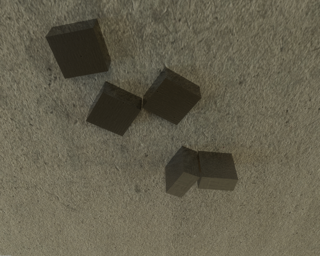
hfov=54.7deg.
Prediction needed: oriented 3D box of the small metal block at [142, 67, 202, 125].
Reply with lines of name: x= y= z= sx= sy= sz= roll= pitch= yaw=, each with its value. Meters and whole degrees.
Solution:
small metal block: x=0.014 y=-0.038 z=0.375 sx=0.050 sy=0.025 sz=0.050 roll=26 pitch=125 yaw=-21

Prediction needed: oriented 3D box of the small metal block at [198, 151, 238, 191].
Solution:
small metal block: x=0.079 y=0.061 z=0.443 sx=0.050 sy=0.050 sz=0.025 roll=5 pitch=130 yaw=-5

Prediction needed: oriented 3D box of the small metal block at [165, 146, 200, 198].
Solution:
small metal block: x=0.031 y=0.063 z=0.444 sx=0.025 sy=0.050 sz=0.050 roll=22 pitch=127 yaw=-18

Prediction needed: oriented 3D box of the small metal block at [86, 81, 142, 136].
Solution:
small metal block: x=-0.057 y=-0.023 z=0.387 sx=0.050 sy=0.025 sz=0.050 roll=25 pitch=126 yaw=-20

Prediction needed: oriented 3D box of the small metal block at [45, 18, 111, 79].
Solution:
small metal block: x=-0.086 y=-0.085 z=0.334 sx=0.050 sy=0.025 sz=0.050 roll=-9 pitch=130 yaw=7
